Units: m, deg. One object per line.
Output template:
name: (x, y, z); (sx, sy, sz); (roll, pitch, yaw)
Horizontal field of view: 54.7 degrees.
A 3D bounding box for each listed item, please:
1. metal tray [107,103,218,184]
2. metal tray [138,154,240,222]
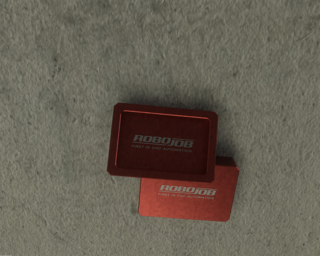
metal tray: (0.004, 0.020, 0.394); (0.131, 0.030, 0.090); (5, 83, -3)
metal tray: (0.038, 0.083, 0.438); (0.131, 0.030, 0.089); (5, 110, -3)
